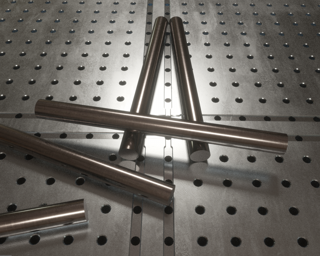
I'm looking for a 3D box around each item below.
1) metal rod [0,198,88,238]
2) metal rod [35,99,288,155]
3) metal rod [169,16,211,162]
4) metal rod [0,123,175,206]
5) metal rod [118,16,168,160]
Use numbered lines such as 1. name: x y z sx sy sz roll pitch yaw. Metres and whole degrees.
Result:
1. metal rod: -0.227 0.110 0.311 0.302 0.025 0.025 -9 51 -8
2. metal rod: -0.004 -0.003 0.375 0.302 0.025 0.025 8 51 6
3. metal rod: 0.039 -0.080 0.475 0.025 0.025 0.300 -3 50 -3
4. metal rod: -0.127 0.032 0.379 0.301 0.025 0.025 17 52 13
5. metal rod: -0.018 -0.081 0.475 0.025 0.025 0.300 6 50 5
